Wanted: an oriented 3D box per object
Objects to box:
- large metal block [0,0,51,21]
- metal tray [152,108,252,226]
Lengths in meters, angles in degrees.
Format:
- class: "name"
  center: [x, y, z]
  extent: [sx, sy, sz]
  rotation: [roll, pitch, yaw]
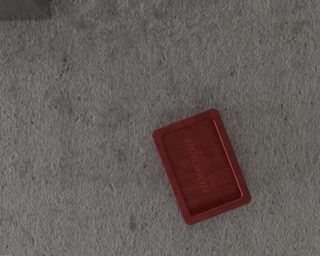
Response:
- class: "large metal block"
  center: [-0.189, -0.171, 0.381]
  extent: [0.081, 0.080, 0.050]
  rotation: [-2, 90, 0]
- class: "metal tray"
  center: [0.053, 0.049, 0.407]
  extent: [0.090, 0.030, 0.129]
  rotation: [-21, 90, 0]
